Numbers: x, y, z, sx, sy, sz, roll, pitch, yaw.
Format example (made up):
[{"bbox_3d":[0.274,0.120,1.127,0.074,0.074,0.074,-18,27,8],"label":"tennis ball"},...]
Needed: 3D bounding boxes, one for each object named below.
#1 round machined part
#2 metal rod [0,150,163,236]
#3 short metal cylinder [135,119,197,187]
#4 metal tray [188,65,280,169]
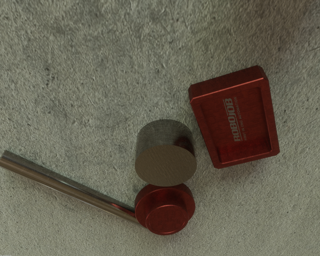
[{"bbox_3d":[0.009,0.134,0.499,0.099,0.042,0.097,-4,122,-6],"label":"round machined part"},{"bbox_3d":[-0.109,0.113,0.501,0.301,0.025,0.025,31,123,-25],"label":"metal rod"},{"bbox_3d":[0.008,0.034,0.420,0.081,0.050,0.079,0,130,0],"label":"short metal cylinder"},{"bbox_3d":[0.098,-0.008,0.398,0.090,0.030,0.130,-16,129,12],"label":"metal tray"}]
